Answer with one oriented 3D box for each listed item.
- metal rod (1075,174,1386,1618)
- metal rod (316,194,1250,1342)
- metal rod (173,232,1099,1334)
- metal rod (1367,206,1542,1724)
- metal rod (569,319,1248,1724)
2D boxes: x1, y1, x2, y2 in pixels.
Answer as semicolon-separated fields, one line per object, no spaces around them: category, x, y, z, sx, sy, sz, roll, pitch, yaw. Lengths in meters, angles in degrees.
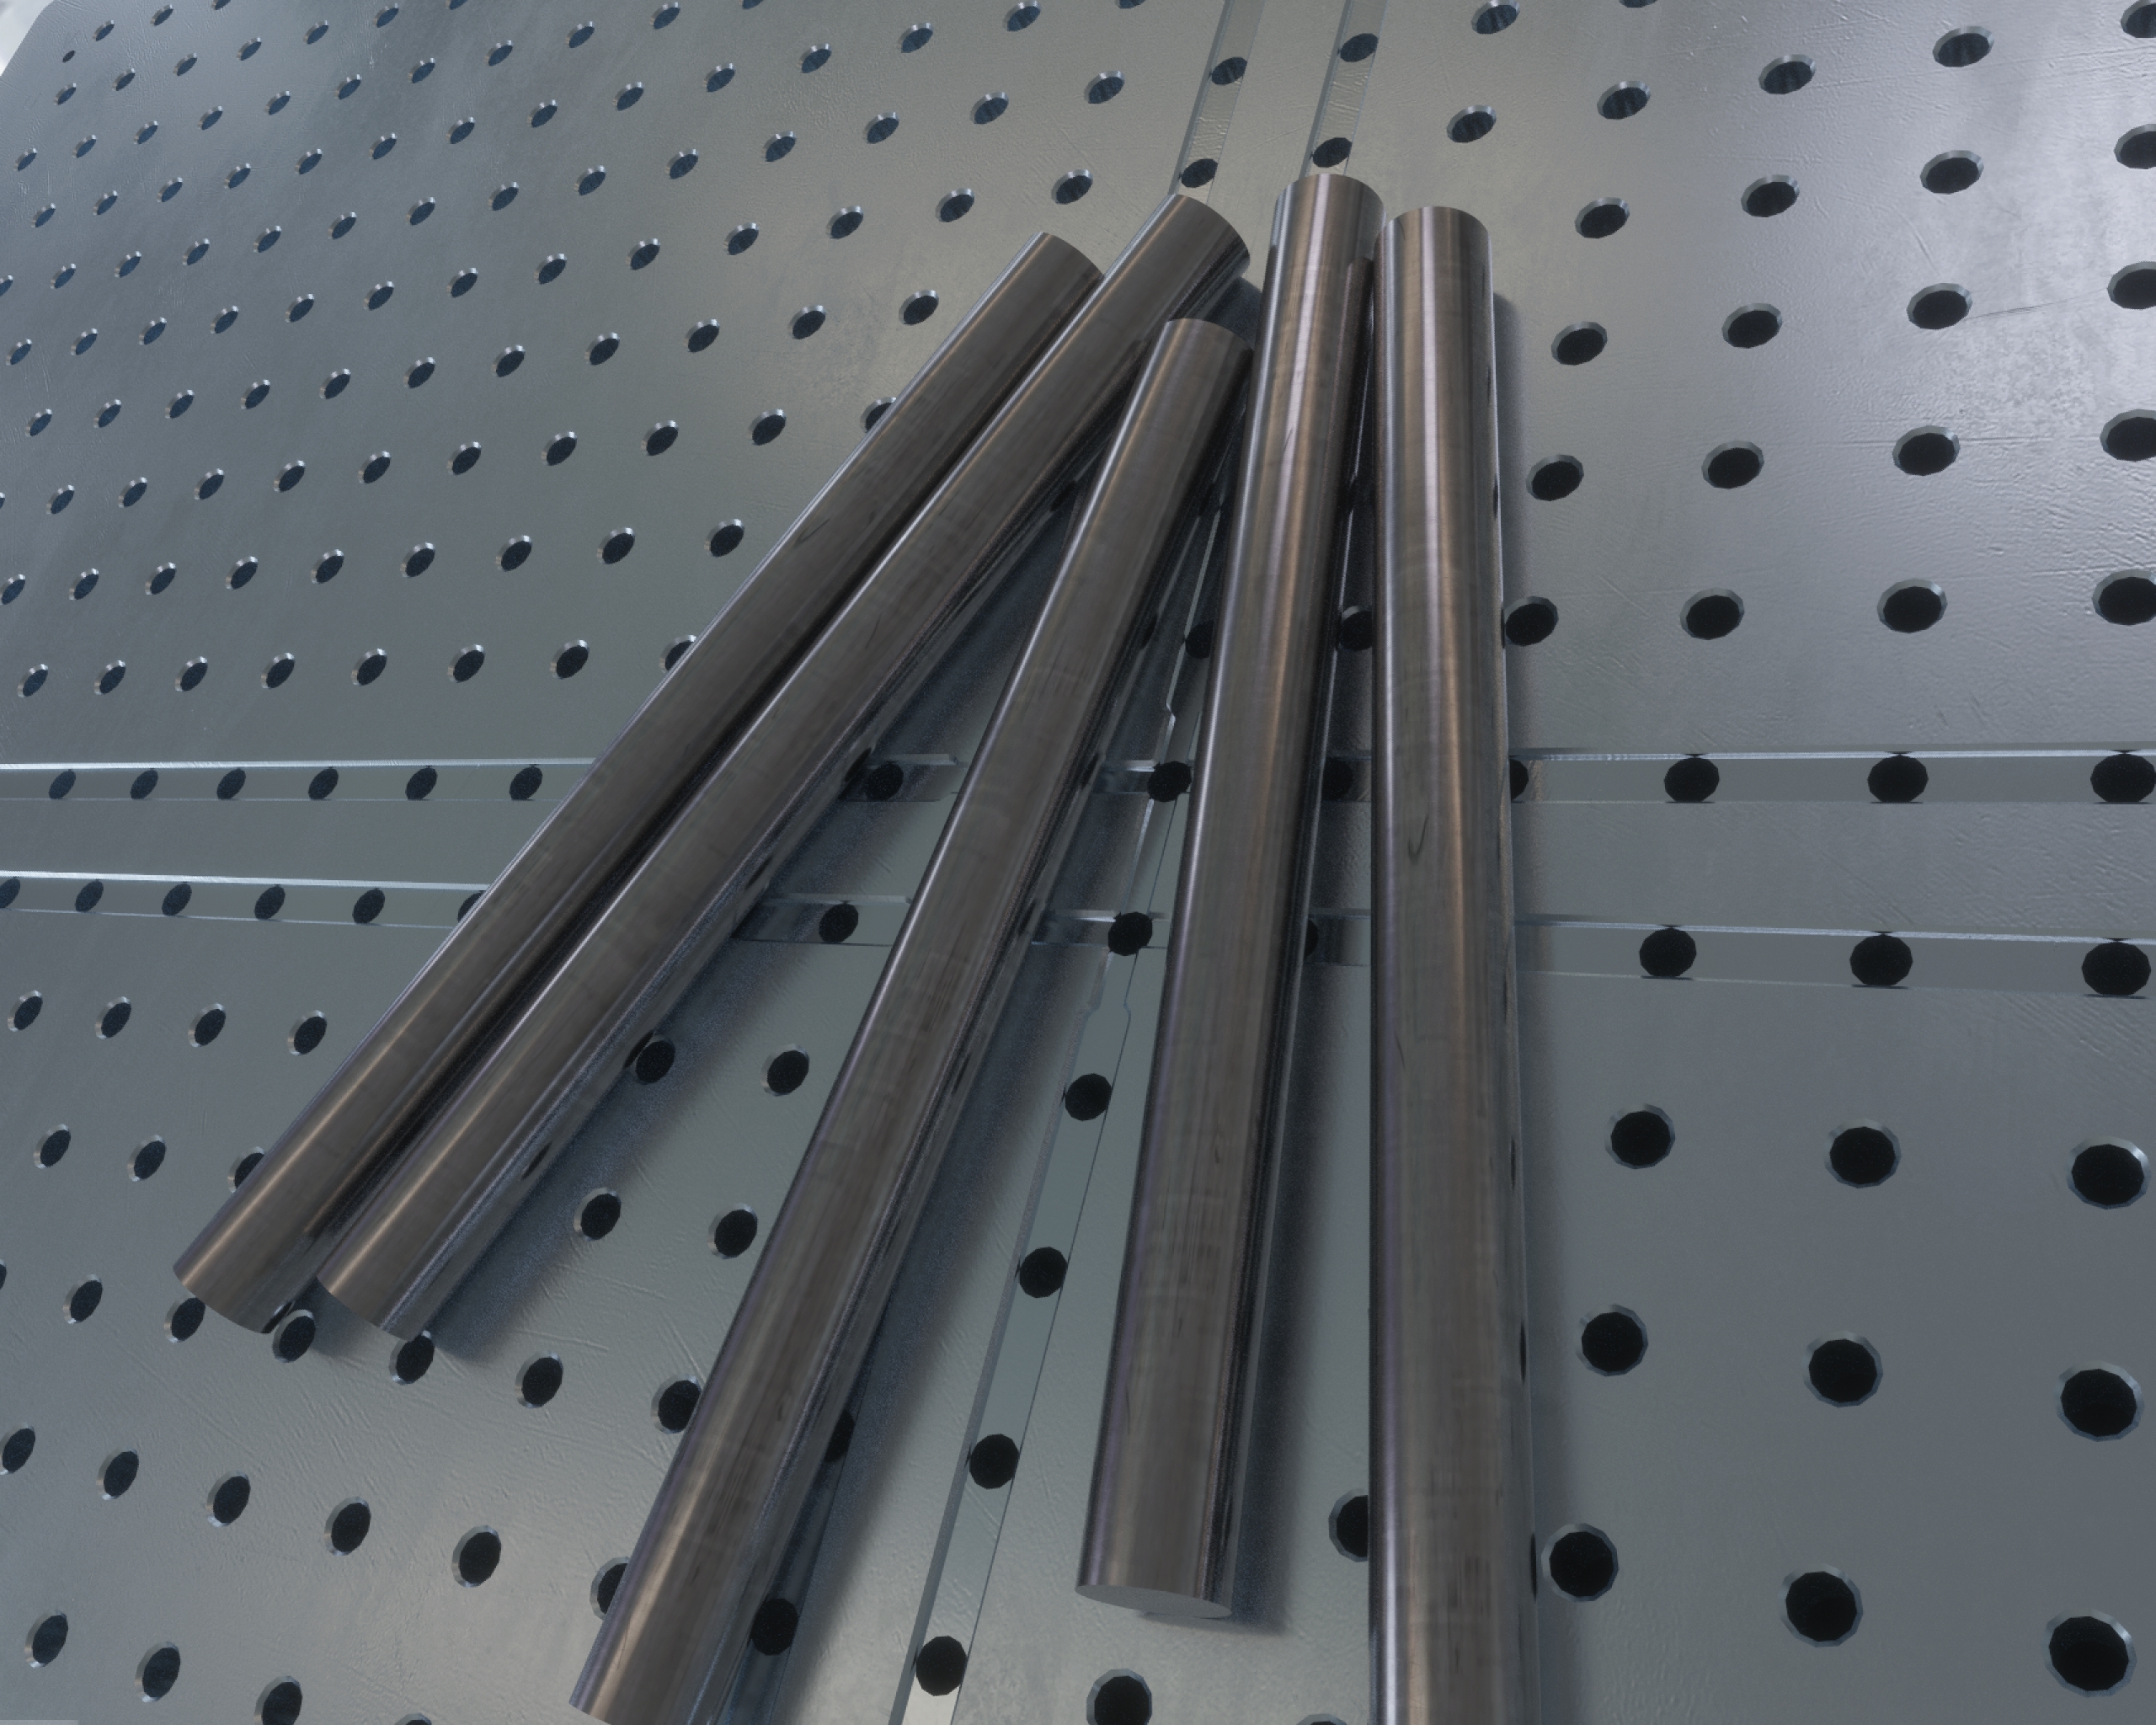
metal rod;0.034;-0.014;0.400;0.025;0.025;0.300;-5;59;26
metal rod;-0.059;-0.027;0.457;0.025;0.025;0.300;29;77;37
metal rod;-0.092;-0.023;0.471;0.025;0.025;0.300;31;79;38
metal rod;0.065;-0.002;0.376;0.025;0.025;0.300;-9;57;23
metal rod;-0.023;0.018;0.411;0.025;0.025;0.300;8;66;32
